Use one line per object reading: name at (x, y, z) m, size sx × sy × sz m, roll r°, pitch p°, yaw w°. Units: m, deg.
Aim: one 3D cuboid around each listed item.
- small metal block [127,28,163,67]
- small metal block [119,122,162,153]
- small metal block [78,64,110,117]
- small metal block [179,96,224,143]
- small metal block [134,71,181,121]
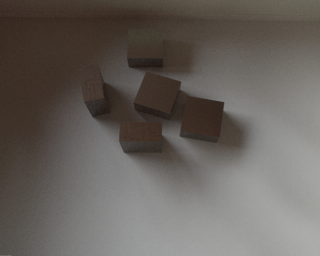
small metal block at (-0.021, -0.117, 0.452) m, size 0.050 × 0.025 × 0.050 m, roll 0°, pitch 70°, yaw 0°
small metal block at (-0.023, 0.013, 0.391) m, size 0.050 × 0.050 × 0.025 m, roll 1°, pitch 70°, yaw 0°
small metal block at (-0.087, -0.049, 0.414) m, size 0.025 × 0.050 × 0.050 m, roll -12°, pitch 71°, yaw -4°
small metal block at (0.056, -0.011, 0.414) m, size 0.050 × 0.025 × 0.050 m, roll 10°, pitch 70°, yaw 3°
small metal block at (-0.003, -0.044, 0.426) m, size 0.050 × 0.025 × 0.050 m, roll 18°, pitch 71°, yaw 6°
